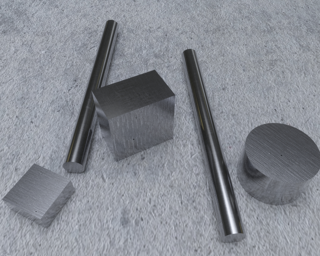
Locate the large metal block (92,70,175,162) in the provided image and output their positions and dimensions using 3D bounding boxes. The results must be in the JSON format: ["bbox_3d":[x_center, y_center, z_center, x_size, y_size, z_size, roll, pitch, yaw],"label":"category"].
[{"bbox_3d":[-0.030,-0.014,0.379,0.081,0.080,0.050,-22,54,-18],"label":"large metal block"}]

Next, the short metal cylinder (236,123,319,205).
[{"bbox_3d":[0.133,0.041,0.355,0.081,0.050,0.080,0,50,0],"label":"short metal cylinder"}]

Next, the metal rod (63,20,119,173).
[{"bbox_3d":[-0.094,-0.068,0.459,0.025,0.025,0.300,2,50,2],"label":"metal rod"}]

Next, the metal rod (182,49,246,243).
[{"bbox_3d":[0.061,-0.004,0.407,0.025,0.025,0.300,-4,50,-4],"label":"metal rod"}]

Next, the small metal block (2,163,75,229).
[{"bbox_3d":[-0.131,0.074,0.340,0.050,0.025,0.050,21,53,16],"label":"small metal block"}]
